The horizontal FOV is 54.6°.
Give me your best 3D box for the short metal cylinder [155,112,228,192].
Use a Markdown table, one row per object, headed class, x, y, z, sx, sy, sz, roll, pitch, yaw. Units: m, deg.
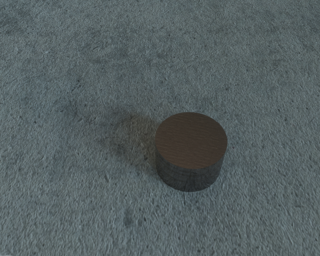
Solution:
| class | x | y | z | sx | sy | sz | roll | pitch | yaw |
| --- | --- | --- | --- | --- | --- | --- | --- | --- | --- |
| short metal cylinder | 0.035 | 0.028 | 0.364 | 0.080 | 0.050 | 0.080 | 0 | 50 | 0 |
